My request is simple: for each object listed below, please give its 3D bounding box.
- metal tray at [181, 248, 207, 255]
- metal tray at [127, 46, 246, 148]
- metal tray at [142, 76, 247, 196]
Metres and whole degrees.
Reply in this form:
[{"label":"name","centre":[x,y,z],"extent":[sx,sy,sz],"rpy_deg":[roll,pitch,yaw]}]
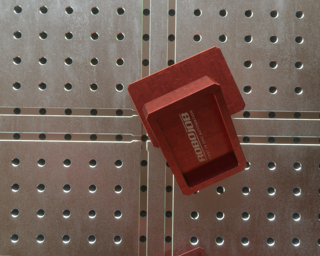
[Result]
[{"label":"metal tray","centre":[0.043,0.239,0.411],"extent":[0.090,0.030,0.130],"rpy_deg":[-23,90,0]},{"label":"metal tray","centre":[0.034,-0.040,0.411],"extent":[0.130,0.030,0.090],"rpy_deg":[-24,90,0]},{"label":"metal tray","centre":[0.045,0.013,0.382],"extent":[0.090,0.030,0.130],"rpy_deg":[-25,118,0]}]
